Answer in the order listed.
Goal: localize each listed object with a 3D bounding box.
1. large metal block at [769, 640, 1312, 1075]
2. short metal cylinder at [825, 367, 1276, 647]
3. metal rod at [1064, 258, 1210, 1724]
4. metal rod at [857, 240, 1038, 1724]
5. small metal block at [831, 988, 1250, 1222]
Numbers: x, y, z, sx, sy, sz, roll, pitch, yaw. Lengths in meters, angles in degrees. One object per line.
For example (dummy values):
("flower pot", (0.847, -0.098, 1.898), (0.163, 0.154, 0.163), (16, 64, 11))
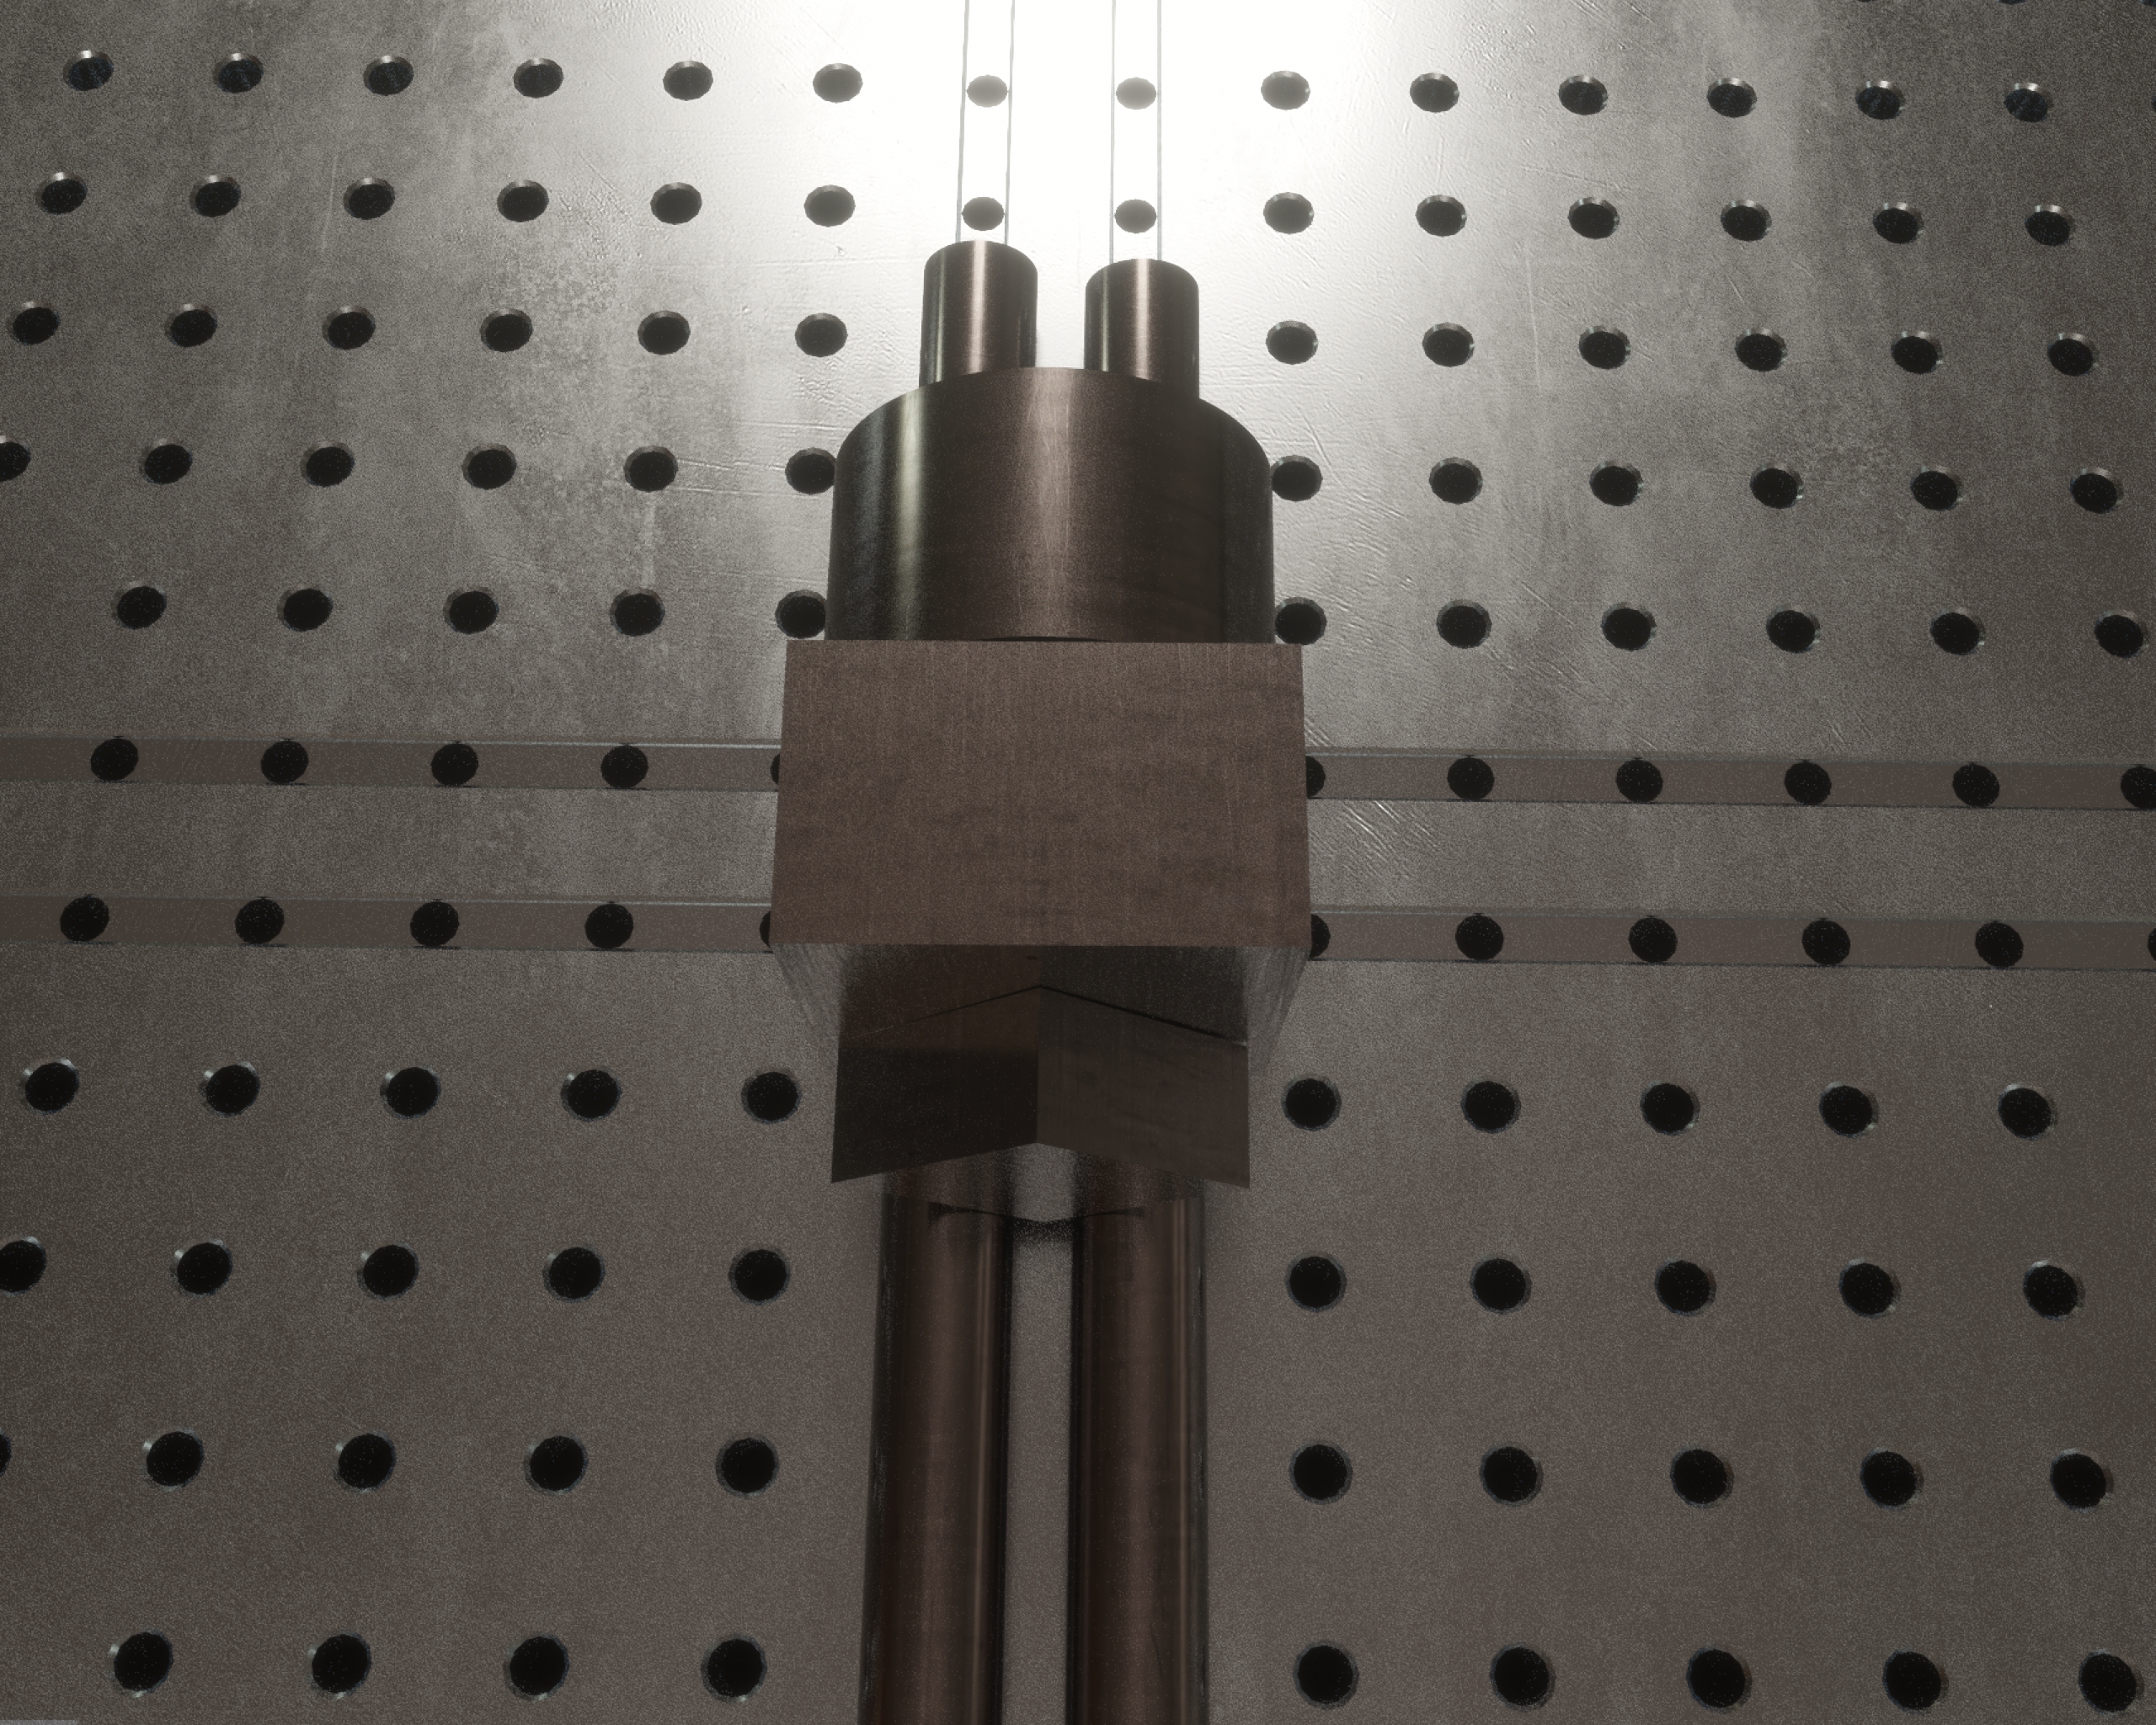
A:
("large metal block", (-0.005, 0.002, 0.355), (0.081, 0.080, 0.050), (0, 70, 0))
("short metal cylinder", (-0.005, -0.046, 0.377), (0.081, 0.080, 0.050), (1, 70, 0))
("metal rod", (0.012, 0.015, 0.408), (0.025, 0.025, 0.299), (1, 70, 0))
("metal rod", (-0.023, 0.011, 0.409), (0.025, 0.025, 0.299), (1, 70, 0))
("small metal block", (-0.006, 0.043, 0.358), (0.050, 0.050, 0.025), (19, 63, -42))
